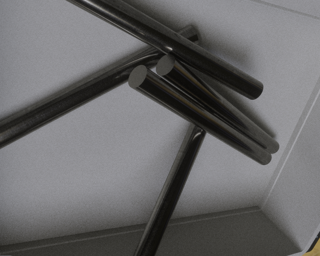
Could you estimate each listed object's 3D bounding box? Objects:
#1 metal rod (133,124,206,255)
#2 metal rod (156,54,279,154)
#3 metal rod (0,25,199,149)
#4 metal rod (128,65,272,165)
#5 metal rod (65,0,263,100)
[{"bbox_3d":[0.006,0.102,0.393,0.025,0.025,0.299,36,73,-39],"label":"metal rod"},{"bbox_3d":[0.100,-0.016,0.428,0.301,0.025,0.025,28,103,-45],"label":"metal rod"},{"bbox_3d":[-0.091,-0.035,0.337,0.301,0.025,0.025,-30,129,-10],"label":"metal rod"},{"bbox_3d":[0.075,-0.001,0.406,0.301,0.025,0.025,27,104,-44],"label":"metal rod"},{"bbox_3d":[-0.004,-0.096,0.319,0.302,0.025,0.025,22,107,-28],"label":"metal rod"}]
